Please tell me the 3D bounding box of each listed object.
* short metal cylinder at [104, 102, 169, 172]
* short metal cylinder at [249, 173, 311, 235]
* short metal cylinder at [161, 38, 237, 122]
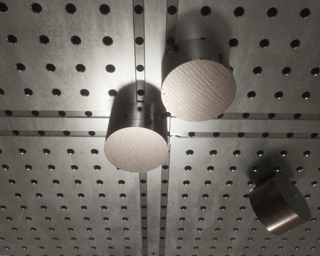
[{"bbox_3d":[-0.030,0.013,0.406,0.081,0.050,0.079,0,130,0],"label":"short metal cylinder"},{"bbox_3d":[0.185,0.117,0.478,0.080,0.080,0.050,32,123,-25],"label":"short metal cylinder"},{"bbox_3d":[0.041,-0.053,0.351,0.081,0.050,0.079,0,130,0],"label":"short metal cylinder"}]
